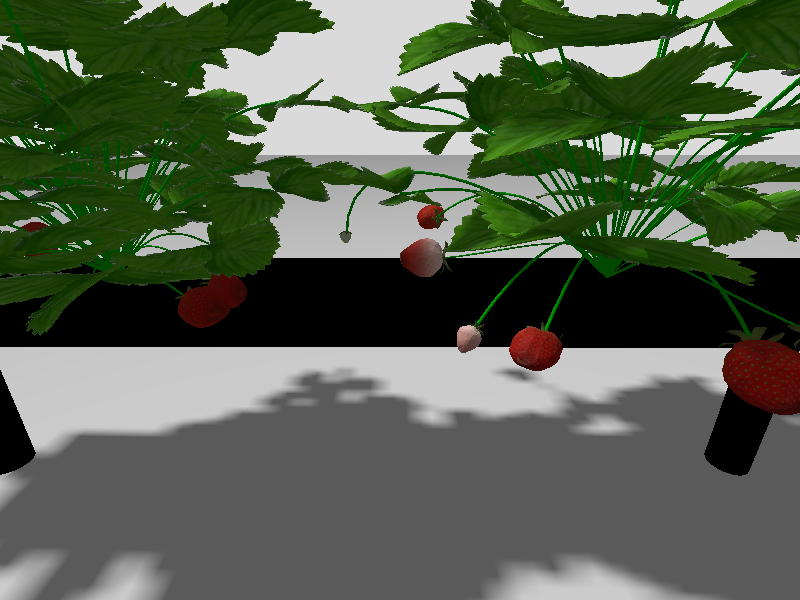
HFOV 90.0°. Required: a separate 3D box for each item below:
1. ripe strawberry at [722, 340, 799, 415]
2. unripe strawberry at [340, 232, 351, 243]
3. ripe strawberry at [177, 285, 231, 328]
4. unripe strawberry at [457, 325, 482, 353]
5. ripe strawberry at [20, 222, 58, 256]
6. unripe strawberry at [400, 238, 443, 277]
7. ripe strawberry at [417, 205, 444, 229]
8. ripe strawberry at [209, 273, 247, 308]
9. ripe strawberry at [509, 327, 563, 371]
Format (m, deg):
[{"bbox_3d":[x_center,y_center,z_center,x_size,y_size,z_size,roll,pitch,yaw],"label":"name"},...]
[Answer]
[{"bbox_3d":[0.171,0.036,0.185,0.034,0.034,0.030,2,-39,5],"label":"ripe strawberry"},{"bbox_3d":[-0.054,-0.062,0.397,0.011,0.011,0.010,4,22,9],"label":"unripe strawberry"},{"bbox_3d":[-0.127,0.005,0.263,0.028,0.028,0.031,17,27,35],"label":"ripe strawberry"},{"bbox_3d":[0.040,0.024,0.238,0.015,0.016,0.016,22,-23,43],"label":"unripe strawberry"},{"bbox_3d":[-0.379,-0.062,0.417,0.038,0.040,0.035,10,24,25],"label":"ripe strawberry"},{"bbox_3d":[0.020,-0.039,0.366,0.039,0.033,0.039,0,22,2],"label":"unripe strawberry"},{"bbox_3d":[0.041,-0.116,0.561,0.039,0.033,0.039,-14,21,-32],"label":"ripe strawberry"},{"bbox_3d":[-0.126,-0.007,0.294,0.027,0.028,0.025,12,25,26],"label":"ripe strawberry"},{"bbox_3d":[0.071,0.028,0.213,0.027,0.024,0.024,15,33,33],"label":"ripe strawberry"}]
